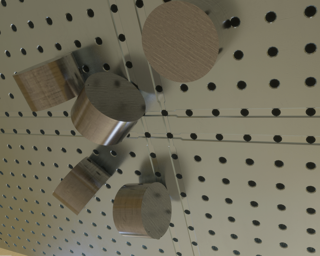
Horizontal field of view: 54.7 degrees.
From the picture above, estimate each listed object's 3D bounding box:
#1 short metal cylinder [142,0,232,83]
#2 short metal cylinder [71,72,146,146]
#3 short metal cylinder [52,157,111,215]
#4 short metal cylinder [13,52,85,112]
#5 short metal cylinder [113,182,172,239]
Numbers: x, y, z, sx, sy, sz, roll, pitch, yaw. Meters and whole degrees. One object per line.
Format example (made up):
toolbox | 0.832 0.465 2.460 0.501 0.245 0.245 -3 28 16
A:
short metal cylinder | 0.028 -0.094 0.321 0.080 0.050 0.079 13 124 20
short metal cylinder | -0.066 -0.025 0.393 0.080 0.080 0.050 41 129 0
short metal cylinder | -0.123 0.092 0.495 0.050 0.080 0.080 40 129 1
short metal cylinder | -0.144 -0.062 0.411 0.080 0.080 0.050 -7 115 31
short metal cylinder | -0.025 0.122 0.463 0.050 0.080 0.080 -9 114 32
